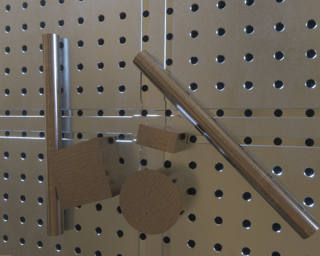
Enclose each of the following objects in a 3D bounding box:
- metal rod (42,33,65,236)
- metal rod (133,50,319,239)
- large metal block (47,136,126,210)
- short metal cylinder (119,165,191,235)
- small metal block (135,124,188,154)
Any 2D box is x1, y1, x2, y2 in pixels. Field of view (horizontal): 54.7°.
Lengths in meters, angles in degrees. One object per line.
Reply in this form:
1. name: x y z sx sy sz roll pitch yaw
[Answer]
1. metal rod: -0.161 0.010 0.467 0.025 0.025 0.298 -2 89 19
2. metal rod: 0.072 0.011 0.386 0.025 0.025 0.300 -46 76 14
3. large metal block: -0.099 0.062 0.433 0.080 0.050 0.080 -18 84 18
4. short metal cylinder: -0.005 0.090 0.400 0.080 0.050 0.079 0 90 19
5. small metal block: 0.004 0.013 0.397 0.050 0.050 0.025 14 95 19
